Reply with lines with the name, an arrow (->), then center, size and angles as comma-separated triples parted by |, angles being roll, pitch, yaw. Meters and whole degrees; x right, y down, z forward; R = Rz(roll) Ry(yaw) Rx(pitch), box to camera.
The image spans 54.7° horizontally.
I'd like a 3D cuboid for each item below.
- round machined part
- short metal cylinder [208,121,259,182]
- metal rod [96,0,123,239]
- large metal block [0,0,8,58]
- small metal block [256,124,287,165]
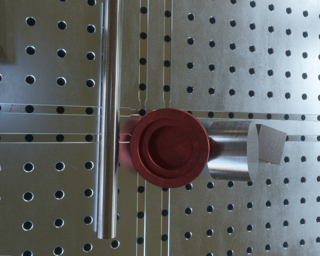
round machined part -> 0.014, 0.024, 0.395 | 0.098, 0.042, 0.097 | 0, 91, 11
short metal cylinder -> 0.100, 0.031, 0.416 | 0.080, 0.050, 0.080 | 4, 85, -63
metal rod -> -0.063, -0.014, 0.390 | 0.025, 0.025, 0.298 | 2, 89, -20
large metal block -> -0.189, -0.120, 0.314 | 0.050, 0.080, 0.079 | -2, 91, -20
small metal block -> 0.161, 0.025, 0.474 | 0.050, 0.025, 0.050 | 18, 84, -20
